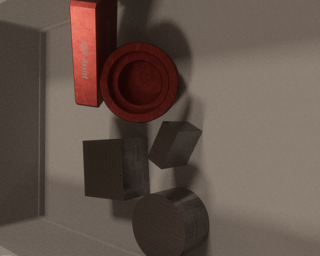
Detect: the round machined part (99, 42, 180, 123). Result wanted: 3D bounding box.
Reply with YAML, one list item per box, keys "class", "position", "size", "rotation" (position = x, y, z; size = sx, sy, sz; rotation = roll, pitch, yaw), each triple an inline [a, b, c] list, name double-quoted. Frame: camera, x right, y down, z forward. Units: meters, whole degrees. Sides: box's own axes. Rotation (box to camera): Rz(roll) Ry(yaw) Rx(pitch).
- class: "round machined part"
  position: [-0.023, -0.057, 0.395]
  size: [0.098, 0.042, 0.097]
  rotation: [1, 97, 10]

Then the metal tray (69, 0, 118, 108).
- class: "metal tray"
  position: [-0.083, -0.103, 0.404]
  size: [0.030, 0.090, 0.129]
  rotation: [9, 122, 4]

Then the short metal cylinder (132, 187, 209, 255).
- class: "short metal cylinder"
  position: [0.013, 0.116, 0.379]
  size: [0.080, 0.050, 0.079]
  rotation: [0, 90, 39]

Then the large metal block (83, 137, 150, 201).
- class: "large metal block"
  position: [-0.063, 0.056, 0.440]
  size: [0.080, 0.050, 0.080]
  rotation: [-5, 87, 39]

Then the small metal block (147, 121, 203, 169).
- class: "small metal block"
  position: [0.018, 0.020, 0.374]
  size: [0.025, 0.050, 0.050]
  rotation: [36, 112, 34]
